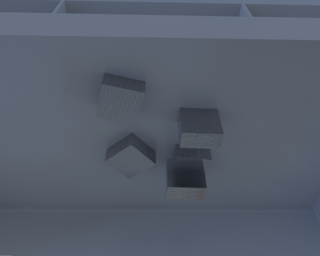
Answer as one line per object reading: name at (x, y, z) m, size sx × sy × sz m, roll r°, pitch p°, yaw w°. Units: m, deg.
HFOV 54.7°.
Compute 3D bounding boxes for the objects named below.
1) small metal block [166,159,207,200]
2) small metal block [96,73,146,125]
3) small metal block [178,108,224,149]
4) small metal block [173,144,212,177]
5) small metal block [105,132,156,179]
small metal block at (0.034, 0.069, 0.419) m, size 0.050 × 0.050 × 0.025 m, roll 2°, pitch 130°, yaw -2°
small metal block at (-0.048, -0.035, 0.379) m, size 0.050 × 0.025 × 0.050 m, roll 11°, pitch 129°, yaw -10°
small metal block at (0.050, 0.000, 0.393) m, size 0.050 × 0.050 × 0.025 m, roll 2°, pitch 130°, yaw -2°
small metal block at (0.044, 0.052, 0.455) m, size 0.050 × 0.025 × 0.050 m, roll 7°, pitch 130°, yaw -7°
small metal block at (-0.042, 0.041, 0.443) m, size 0.050 × 0.025 × 0.050 m, roll -33°, pitch 123°, yaw 24°
